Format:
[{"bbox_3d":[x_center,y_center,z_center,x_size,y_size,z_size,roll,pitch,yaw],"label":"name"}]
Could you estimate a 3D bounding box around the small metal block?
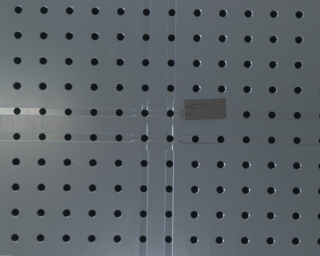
[{"bbox_3d":[0.055,-0.023,0.401,0.050,0.050,0.025,-2,90,0],"label":"small metal block"}]
